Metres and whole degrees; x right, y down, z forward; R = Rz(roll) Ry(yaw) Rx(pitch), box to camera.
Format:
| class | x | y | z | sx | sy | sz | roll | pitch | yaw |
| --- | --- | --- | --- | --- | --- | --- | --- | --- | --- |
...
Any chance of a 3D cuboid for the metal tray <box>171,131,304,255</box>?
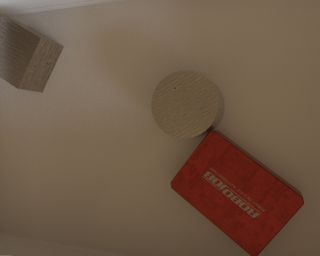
| class | x | y | z | sx | sy | sz | roll | pitch | yaw |
| --- | --- | --- | --- | --- | --- | --- | --- | --- | --- |
| metal tray | 0.090 | 0.075 | 0.376 | 0.130 | 0.030 | 0.090 | 39 | 102 | 15 |

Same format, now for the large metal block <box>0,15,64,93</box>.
| class | x | y | z | sx | sy | sz | roll | pitch | yaw |
| --- | --- | --- | --- | --- | --- | --- | --- | --- | --- |
| large metal block | -0.208 | -0.110 | 0.468 | 0.080 | 0.050 | 0.080 | 32 | 100 | 17 |

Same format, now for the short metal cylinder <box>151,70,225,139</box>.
| class | x | y | z | sx | sy | sz | roll | pitch | yaw |
| --- | --- | --- | --- | --- | --- | --- | --- | --- | --- |
| short metal cylinder | 0.036 | -0.027 | 0.384 | 0.080 | 0.050 | 0.079 | 0 | 90 | 19 |
